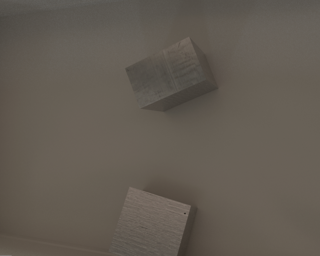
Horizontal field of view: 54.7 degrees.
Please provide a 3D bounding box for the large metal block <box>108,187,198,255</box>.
[{"bbox_3d":[-0.006,0.126,0.387,0.080,0.050,0.080,13,77,19],"label":"large metal block"}]

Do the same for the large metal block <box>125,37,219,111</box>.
[{"bbox_3d":[0.018,-0.059,0.374,0.080,0.080,0.050,-22,83,18],"label":"large metal block"}]
